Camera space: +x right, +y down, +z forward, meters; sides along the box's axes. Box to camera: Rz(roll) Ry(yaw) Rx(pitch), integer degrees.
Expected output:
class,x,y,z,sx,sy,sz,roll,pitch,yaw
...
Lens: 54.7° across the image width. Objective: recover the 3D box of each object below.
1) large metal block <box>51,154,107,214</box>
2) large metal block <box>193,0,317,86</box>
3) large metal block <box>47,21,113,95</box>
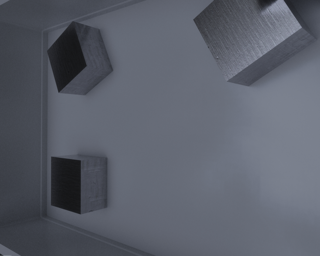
class,x,y,z,sx,sy,sz,roll,pitch,yaw
large metal block,-0.131,0.087,0.499,0.080,0.050,0.080,1,90,40
large metal block,0.093,-0.100,0.313,0.080,0.050,0.080,-36,68,34
large metal block,-0.130,-0.109,0.498,0.080,0.050,0.080,-31,71,35
